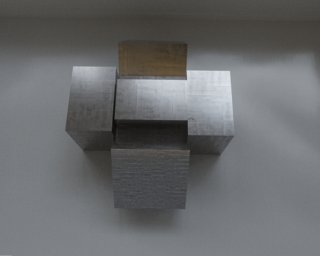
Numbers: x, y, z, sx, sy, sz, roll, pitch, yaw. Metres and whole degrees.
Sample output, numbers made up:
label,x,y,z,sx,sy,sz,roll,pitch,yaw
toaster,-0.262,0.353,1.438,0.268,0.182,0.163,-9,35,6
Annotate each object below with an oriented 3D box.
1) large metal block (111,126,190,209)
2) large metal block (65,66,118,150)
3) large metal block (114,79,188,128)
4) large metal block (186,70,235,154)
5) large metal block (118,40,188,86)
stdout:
label,x,y,z,sx,sy,sz,roll,pitch,yaw
large metal block,-0.011,0.045,0.355,0.081,0.079,0.050,1,28,-1
large metal block,-0.077,-0.021,0.386,0.050,0.080,0.080,1,70,0
large metal block,-0.009,-0.019,0.386,0.080,0.080,0.050,1,70,0
large metal block,0.056,-0.016,0.385,0.050,0.080,0.080,1,70,0
large metal block,-0.008,-0.087,0.404,0.080,0.080,0.050,2,108,0
